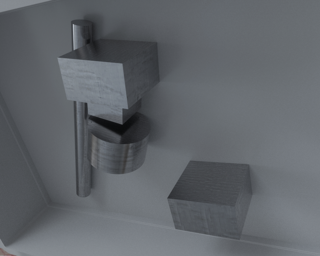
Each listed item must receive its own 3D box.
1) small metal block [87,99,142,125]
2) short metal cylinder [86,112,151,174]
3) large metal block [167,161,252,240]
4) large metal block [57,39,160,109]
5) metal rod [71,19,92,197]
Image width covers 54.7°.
[{"bbox_3d":[-0.058,-0.033,0.401,0.050,0.050,0.025,16,125,18],"label":"small metal block"},{"bbox_3d":[-0.056,0.015,0.410,0.080,0.080,0.050,22,126,15],"label":"short metal cylinder"},{"bbox_3d":[0.066,0.086,0.391,0.080,0.080,0.050,1,119,27],"label":"large metal block"},{"bbox_3d":[-0.055,-0.067,0.359,0.080,0.080,0.050,10,123,22],"label":"large metal block"},{"bbox_3d":[-0.115,-0.008,0.462,0.025,0.025,0.298,20,126,16],"label":"metal rod"}]
